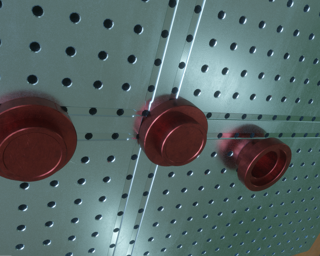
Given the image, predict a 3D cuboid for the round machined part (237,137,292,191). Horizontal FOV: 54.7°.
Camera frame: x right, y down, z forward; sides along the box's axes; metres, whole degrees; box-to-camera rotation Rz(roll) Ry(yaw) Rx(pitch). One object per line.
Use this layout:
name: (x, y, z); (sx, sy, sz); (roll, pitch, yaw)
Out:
round machined part: (0.173, 0.058, 0.534); (0.099, 0.042, 0.097); (-14, 125, -21)

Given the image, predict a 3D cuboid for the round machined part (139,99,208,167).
round machined part: (0.024, 0.013, 0.423); (0.099, 0.042, 0.097); (-14, 125, -21)

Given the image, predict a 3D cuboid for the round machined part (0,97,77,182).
round machined part: (-0.140, 0.019, 0.336); (0.099, 0.042, 0.097); (-14, 125, -21)
